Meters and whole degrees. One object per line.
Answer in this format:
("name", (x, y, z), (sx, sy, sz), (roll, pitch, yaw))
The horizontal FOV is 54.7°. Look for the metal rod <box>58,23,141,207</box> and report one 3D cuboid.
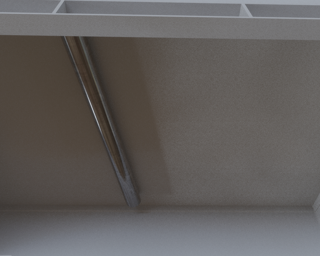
("metal rod", (-0.068, 0.009, 0.415), (0.025, 0.025, 0.298), (-8, 130, 6))
